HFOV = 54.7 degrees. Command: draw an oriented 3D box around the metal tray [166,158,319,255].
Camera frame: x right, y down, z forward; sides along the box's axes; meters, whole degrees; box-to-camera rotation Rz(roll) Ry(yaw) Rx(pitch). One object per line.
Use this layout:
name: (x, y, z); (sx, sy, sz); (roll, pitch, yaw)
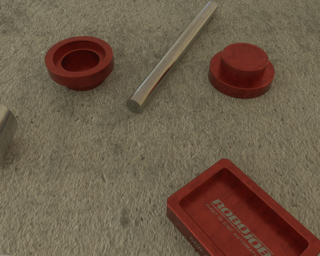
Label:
metal tray: (0.080, 0.102, 0.315); (0.091, 0.030, 0.130); (-31, 57, -24)

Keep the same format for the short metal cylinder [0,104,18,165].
short metal cylinder: (-0.216, 0.006, 0.360); (0.081, 0.080, 0.050); (2, 50, 1)

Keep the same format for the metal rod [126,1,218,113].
metal rod: (0.032, -0.132, 0.514); (0.025, 0.025, 0.301); (22, 53, 17)

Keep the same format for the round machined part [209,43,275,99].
round machined part: (0.126, -0.093, 0.472); (0.099, 0.042, 0.098); (0, 50, 0)

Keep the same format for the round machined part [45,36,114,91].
round machined part: (-0.119, -0.094, 0.470); (0.099, 0.042, 0.098); (0, 50, 0)
